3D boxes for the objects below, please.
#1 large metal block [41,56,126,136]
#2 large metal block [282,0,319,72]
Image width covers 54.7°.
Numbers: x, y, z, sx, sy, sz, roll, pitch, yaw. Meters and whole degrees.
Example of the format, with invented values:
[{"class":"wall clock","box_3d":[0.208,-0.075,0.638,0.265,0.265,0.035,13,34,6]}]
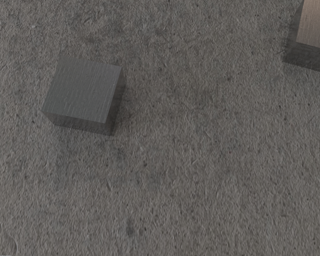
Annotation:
[{"class":"large metal block","box_3d":[-0.096,-0.041,0.409,0.080,0.050,0.080,11,70,4]},{"class":"large metal block","box_3d":[0.231,-0.131,0.444,0.080,0.050,0.080,17,71,6]}]
